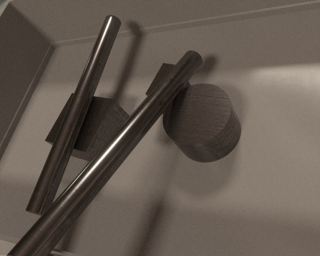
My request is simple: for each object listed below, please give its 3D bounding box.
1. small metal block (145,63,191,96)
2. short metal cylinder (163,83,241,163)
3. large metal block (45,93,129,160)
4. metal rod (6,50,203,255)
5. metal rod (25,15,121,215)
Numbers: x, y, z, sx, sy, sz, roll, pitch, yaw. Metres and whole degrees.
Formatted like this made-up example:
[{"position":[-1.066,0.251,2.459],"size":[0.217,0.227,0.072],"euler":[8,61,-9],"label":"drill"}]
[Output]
[{"position":[0.013,-0.050,0.412],"size":[0.025,0.050,0.050],"euler":[17,71,35],"label":"small metal block"},{"position":[0.050,-0.006,0.366],"size":[0.080,0.050,0.080],"euler":[-13,56,20],"label":"short metal cylinder"},{"position":[-0.101,0.001,0.440],"size":[0.080,0.050,0.080],"euler":[11,67,32],"label":"large metal block"},{"position":[-0.035,0.012,0.313],"size":[0.025,0.025,0.301],"euler":[13,50,33],"label":"metal rod"},{"position":[-0.106,-0.034,0.416],"size":[0.025,0.025,0.300],"euler":[0,61,28],"label":"metal rod"}]
